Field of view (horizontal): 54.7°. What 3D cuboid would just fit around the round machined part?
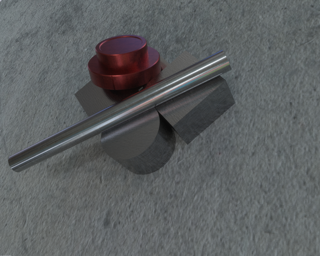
[{"bbox_3d":[-0.049,-0.094,0.420,0.099,0.042,0.098,-4,37,3],"label":"round machined part"}]

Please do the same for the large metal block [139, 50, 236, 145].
[{"bbox_3d":[0.034,-0.040,0.395,0.080,0.050,0.080,-41,51,0],"label":"large metal block"}]

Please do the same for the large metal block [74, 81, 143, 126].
[{"bbox_3d":[-0.063,-0.039,0.443,0.080,0.050,0.080,-41,51,0],"label":"large metal block"}]

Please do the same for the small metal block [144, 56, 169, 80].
[{"bbox_3d":[-0.001,-0.068,0.445,0.050,0.025,0.050,-40,51,0],"label":"small metal block"}]

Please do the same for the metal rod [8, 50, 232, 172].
[{"bbox_3d":[-0.058,-0.015,0.379,0.301,0.025,0.025,-25,53,12],"label":"metal rod"}]

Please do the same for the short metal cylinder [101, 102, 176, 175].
[{"bbox_3d":[-0.027,0.013,0.393,0.080,0.050,0.080,-13,56,20],"label":"short metal cylinder"}]
